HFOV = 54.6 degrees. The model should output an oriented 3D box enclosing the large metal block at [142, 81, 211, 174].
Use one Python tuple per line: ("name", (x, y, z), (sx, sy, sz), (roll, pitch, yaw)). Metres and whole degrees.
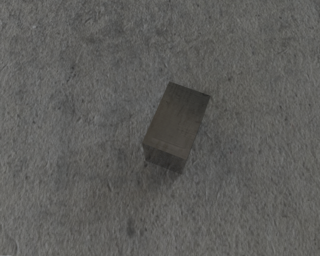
("large metal block", (0.019, 0.003, 0.378), (0.050, 0.080, 0.080), (21, 71, 7))
